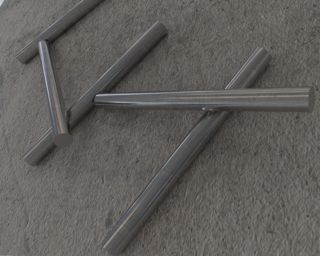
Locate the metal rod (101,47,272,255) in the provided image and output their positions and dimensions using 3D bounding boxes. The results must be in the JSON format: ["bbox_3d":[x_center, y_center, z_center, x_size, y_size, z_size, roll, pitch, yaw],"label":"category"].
[{"bbox_3d":[0.037,0.022,0.370,0.025,0.025,0.300,33,80,38],"label":"metal rod"}]

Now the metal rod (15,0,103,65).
[{"bbox_3d":[-0.175,-0.235,0.640,0.300,0.025,0.025,-38,51,2],"label":"metal rod"}]

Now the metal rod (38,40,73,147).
[{"bbox_3d":[-0.183,-0.075,0.524,0.025,0.025,0.300,-35,45,5],"label":"metal rod"}]

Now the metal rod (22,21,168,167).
[{"bbox_3d":[-0.100,-0.057,0.491,0.300,0.025,0.025,-46,51,-5],"label":"metal rod"}]

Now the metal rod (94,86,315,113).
[{"bbox_3d":[0.026,-0.034,0.385,0.300,0.025,0.025,4,63,38],"label":"metal rod"}]
